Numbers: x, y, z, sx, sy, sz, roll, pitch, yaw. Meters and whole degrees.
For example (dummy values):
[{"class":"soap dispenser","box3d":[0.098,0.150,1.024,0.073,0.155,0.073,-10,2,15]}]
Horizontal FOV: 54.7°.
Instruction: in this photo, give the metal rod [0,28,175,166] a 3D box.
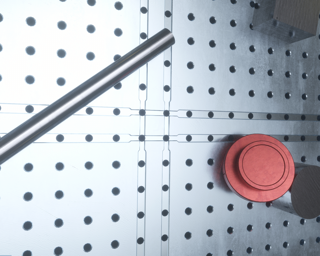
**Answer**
[{"class":"metal rod","box3d":[-0.102,-0.034,0.375,0.301,0.025,0.025,-38,103,-16]}]

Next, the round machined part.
[{"class":"round machined part","box3d":[0.141,0.055,0.437,0.099,0.042,0.098,-1,75,3]}]

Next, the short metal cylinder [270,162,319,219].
[{"class":"short metal cylinder","box3d":[0.214,0.094,0.479,0.081,0.050,0.079,-1,92,-23]}]

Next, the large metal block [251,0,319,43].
[{"class":"large metal block","box3d":[0.194,-0.185,0.473,0.081,0.050,0.080,12,86,-20]}]
